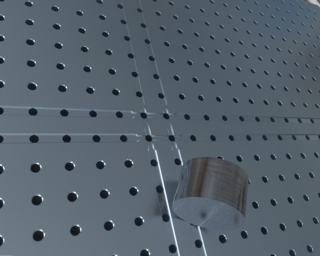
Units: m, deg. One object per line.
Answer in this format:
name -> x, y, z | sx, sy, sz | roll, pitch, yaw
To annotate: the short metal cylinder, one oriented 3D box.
short metal cylinder -> 0.059, 0.077, 0.357 | 0.080, 0.080, 0.050 | 27, 53, -12
